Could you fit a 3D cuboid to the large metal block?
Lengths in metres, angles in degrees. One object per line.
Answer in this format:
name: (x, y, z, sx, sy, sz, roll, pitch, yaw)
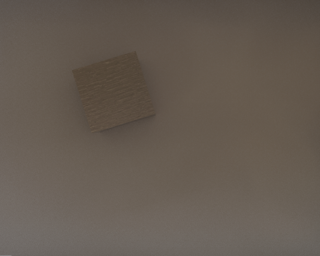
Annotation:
large metal block: (-0.056, -0.044, 0.398, 0.080, 0.050, 0.080, -17, 90, -1)
